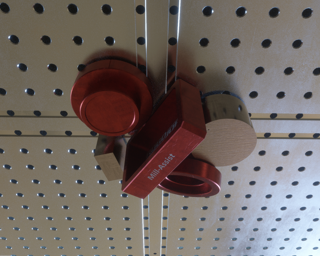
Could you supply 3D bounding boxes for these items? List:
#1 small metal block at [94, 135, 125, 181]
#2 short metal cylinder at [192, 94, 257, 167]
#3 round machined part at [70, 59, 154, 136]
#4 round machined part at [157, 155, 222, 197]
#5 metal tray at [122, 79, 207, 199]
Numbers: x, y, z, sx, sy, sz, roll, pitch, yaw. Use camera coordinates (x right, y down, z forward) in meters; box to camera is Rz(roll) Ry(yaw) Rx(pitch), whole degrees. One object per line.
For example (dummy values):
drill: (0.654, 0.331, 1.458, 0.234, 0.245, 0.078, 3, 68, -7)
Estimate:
small metal block: (-0.064, 0.035, 0.419, 0.025, 0.050, 0.050, -12, 129, 10)
short metal cylinder: (0.076, 0.004, 0.394, 0.081, 0.050, 0.079, 0, 130, 0)
round machined part: (-0.057, -0.028, 0.370, 0.099, 0.042, 0.097, 0, 130, 0)
round machined part: (0.037, 0.060, 0.432, 0.099, 0.042, 0.098, 9, 152, 5)
metal tray: (0.001, 0.014, 0.376, 0.030, 0.090, 0.129, 26, 125, -21)
